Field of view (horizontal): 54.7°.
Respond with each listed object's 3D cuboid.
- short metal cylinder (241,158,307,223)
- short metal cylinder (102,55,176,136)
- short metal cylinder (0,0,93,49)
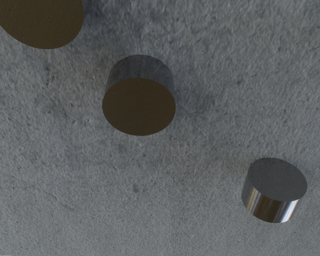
[{"bbox_3d":[0.164,0.089,0.450,0.081,0.080,0.050,1,130,-1],"label":"short metal cylinder"},{"bbox_3d":[-0.023,-0.037,0.359,0.081,0.050,0.079,0,130,0],"label":"short metal cylinder"},{"bbox_3d":[-0.107,-0.121,0.286,0.081,0.050,0.079,0,130,0],"label":"short metal cylinder"}]
